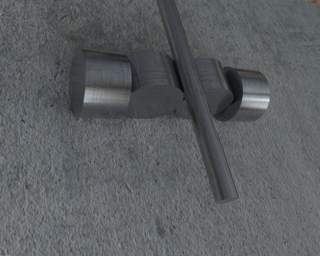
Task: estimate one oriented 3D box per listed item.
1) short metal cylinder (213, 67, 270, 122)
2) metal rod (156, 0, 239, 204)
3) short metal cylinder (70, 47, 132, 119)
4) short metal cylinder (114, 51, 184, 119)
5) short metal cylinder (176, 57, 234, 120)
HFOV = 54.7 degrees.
[{"bbox_3d":[0.115,-0.049,0.461,0.050,0.080,0.080,1,62,-28],"label":"short metal cylinder"},{"bbox_3d":[0.038,-0.057,0.381,0.025,0.025,0.299,1,61,-28],"label":"metal rod"},{"bbox_3d":[-0.072,-0.051,0.362,0.050,0.080,0.080,1,62,-28],"label":"short metal cylinder"},{"bbox_3d":[-0.015,-0.052,0.394,0.081,0.080,0.050,1,62,-28],"label":"short metal cylinder"},{"bbox_3d":[0.056,-0.053,0.431,0.081,0.080,0.050,1,62,-28],"label":"short metal cylinder"}]
